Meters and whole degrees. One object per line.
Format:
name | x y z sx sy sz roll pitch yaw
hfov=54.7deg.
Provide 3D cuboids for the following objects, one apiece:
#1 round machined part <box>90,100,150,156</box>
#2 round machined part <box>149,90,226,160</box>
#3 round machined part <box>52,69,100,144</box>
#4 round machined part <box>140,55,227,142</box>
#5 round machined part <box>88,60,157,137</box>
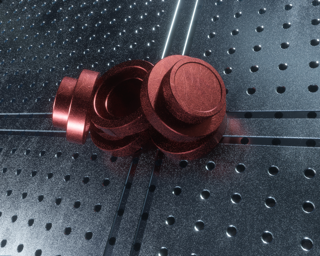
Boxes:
round machined part | -0.057 -0.013 0.433 0.098 0.042 0.098 -13 56 20
round machined part | 0.030 -0.013 0.388 0.098 0.042 0.098 -13 56 20
round machined part | -0.110 -0.030 0.406 0.042 0.098 0.098 13 62 -8
round machined part | 0.032 -0.037 0.337 0.042 0.099 0.098 -37 35 59
round machined part | -0.036 -0.032 0.379 0.098 0.042 0.098 -13 56 20
